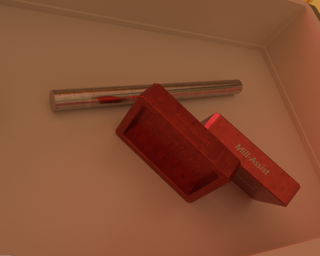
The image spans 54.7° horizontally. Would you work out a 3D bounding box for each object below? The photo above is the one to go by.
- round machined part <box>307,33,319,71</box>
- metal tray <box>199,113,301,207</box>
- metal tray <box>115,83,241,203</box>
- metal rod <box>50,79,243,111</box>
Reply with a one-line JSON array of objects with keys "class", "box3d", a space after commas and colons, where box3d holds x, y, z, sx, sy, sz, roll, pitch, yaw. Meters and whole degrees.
[{"class": "round machined part", "box3d": [0.378, -0.167, 0.707, 0.099, 0.042, 0.098, 14, 56, -21]}, {"class": "metal tray", "box3d": [0.098, 0.041, 0.391, 0.130, 0.090, 0.030, 42, 79, 0]}, {"class": "metal tray", "box3d": [0.016, 0.022, 0.360, 0.130, 0.090, 0.030, 44, 52, 1]}, {"class": "metal rod", "box3d": [0.002, -0.051, 0.439, 0.303, 0.025, 0.025, -8, 66, -32]}]
